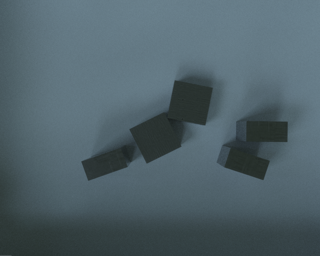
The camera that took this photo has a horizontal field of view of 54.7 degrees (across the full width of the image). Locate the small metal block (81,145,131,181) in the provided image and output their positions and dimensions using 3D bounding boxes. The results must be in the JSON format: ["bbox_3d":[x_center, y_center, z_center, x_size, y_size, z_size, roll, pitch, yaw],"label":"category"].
[{"bbox_3d":[-0.067,0.044,0.398,0.050,0.050,0.025,-19,90,0],"label":"small metal block"}]

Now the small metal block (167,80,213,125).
[{"bbox_3d":[0.039,-0.032,0.412,0.050,0.025,0.050,11,90,-1],"label":"small metal block"}]

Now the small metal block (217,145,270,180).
[{"bbox_3d":[0.106,0.044,0.400,0.050,0.050,0.025,18,90,-1],"label":"small metal block"}]

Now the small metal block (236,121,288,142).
[{"bbox_3d":[0.130,0.004,0.401,0.050,0.050,0.025,1,90,-1],"label":"small metal block"}]

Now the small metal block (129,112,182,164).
[{"bbox_3d":[-0.006,0.013,0.411,0.050,0.025,0.050,-26,90,0],"label":"small metal block"}]
